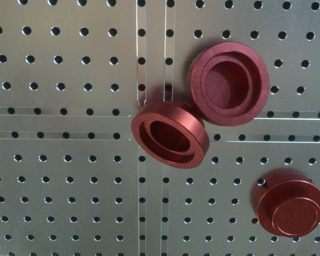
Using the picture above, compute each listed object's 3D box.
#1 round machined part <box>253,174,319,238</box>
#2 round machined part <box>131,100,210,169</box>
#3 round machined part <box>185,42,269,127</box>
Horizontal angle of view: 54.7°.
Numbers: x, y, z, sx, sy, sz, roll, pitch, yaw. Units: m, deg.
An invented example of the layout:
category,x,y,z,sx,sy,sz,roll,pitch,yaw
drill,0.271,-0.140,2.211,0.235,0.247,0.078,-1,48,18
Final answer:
category,x,y,z,sx,sy,sz,roll,pitch,yaw
round machined part,0.191,0.119,0.451,0.099,0.042,0.097,0,110,-1
round machined part,0.017,0.004,0.389,0.098,0.042,0.097,22,144,17
round machined part,0.077,-0.051,0.375,0.099,0.042,0.097,0,92,-14
